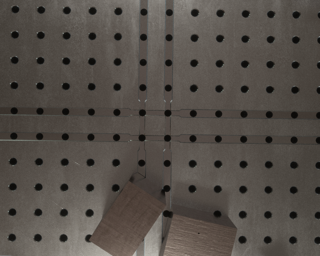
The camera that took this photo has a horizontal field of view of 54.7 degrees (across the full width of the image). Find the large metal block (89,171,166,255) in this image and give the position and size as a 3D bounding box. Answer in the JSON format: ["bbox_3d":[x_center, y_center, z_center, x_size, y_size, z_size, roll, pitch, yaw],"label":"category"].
[{"bbox_3d":[-0.036,0.106,0.386,0.050,0.080,0.080,34,90,-1],"label":"large metal block"}]

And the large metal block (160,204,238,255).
[{"bbox_3d":[0.046,0.152,0.402,0.080,0.050,0.080,13,90,-1],"label":"large metal block"}]
